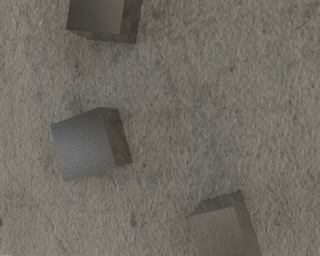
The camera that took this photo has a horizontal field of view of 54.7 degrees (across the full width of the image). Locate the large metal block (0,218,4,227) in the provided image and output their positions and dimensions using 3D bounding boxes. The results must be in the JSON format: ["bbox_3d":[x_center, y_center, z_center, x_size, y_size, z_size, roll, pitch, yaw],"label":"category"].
[{"bbox_3d":[-0.320,0.152,0.506,0.080,0.050,0.080,-39,78,15],"label":"large metal block"}]

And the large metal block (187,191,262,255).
[{"bbox_3d":[0.077,0.124,0.352,0.050,0.080,0.080,-19,84,19],"label":"large metal block"}]

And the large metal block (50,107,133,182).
[{"bbox_3d":[-0.094,0.022,0.427,0.080,0.050,0.080,-18,84,18],"label":"large metal block"}]

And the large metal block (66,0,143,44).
[{"bbox_3d":[-0.073,-0.163,0.420,0.080,0.050,0.079,10,93,19],"label":"large metal block"}]
